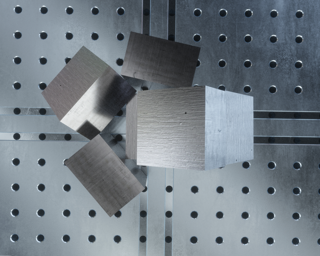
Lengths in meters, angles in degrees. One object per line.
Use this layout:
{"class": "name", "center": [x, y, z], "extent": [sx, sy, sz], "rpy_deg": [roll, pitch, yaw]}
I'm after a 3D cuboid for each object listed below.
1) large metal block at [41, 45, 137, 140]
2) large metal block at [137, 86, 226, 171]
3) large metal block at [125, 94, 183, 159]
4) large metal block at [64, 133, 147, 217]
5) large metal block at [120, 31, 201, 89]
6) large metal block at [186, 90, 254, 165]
{"class": "large metal block", "center": [-0.088, -0.044, 0.379], "extent": [0.080, 0.080, 0.050], "rpy_deg": [-49, 134, 0]}
{"class": "large metal block", "center": [0.023, 0.000, 0.332], "extent": [0.080, 0.050, 0.080], "rpy_deg": [0, 89, 34]}
{"class": "large metal block", "center": [-0.001, -0.002, 0.401], "extent": [0.080, 0.050, 0.080], "rpy_deg": [1, 90, 0]}
{"class": "large metal block", "center": [-0.062, 0.053, 0.384], "extent": [0.050, 0.080, 0.080], "rpy_deg": [-40, 91, 0]}
{"class": "large metal block", "center": [0.001, -0.075, 0.386], "extent": [0.080, 0.080, 0.050], "rpy_deg": [13, 90, 0]}
{"class": "large metal block", "center": [0.075, 0.000, 0.378], "extent": [0.050, 0.080, 0.080], "rpy_deg": [0, 89, 38]}
